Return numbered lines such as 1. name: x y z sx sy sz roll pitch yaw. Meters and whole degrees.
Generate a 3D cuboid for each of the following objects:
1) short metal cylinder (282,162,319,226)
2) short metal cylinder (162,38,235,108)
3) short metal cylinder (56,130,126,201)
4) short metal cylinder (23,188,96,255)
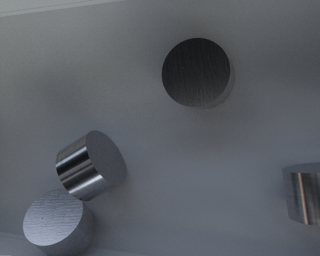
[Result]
1. short metal cylinder: 0.172 0.065 0.321 0.080 0.080 0.050 -8 88 19
2. short metal cylinder: 0.048 -0.064 0.380 0.080 0.050 0.079 0 90 19
3. short metal cylinder: -0.090 0.050 0.412 0.050 0.080 0.080 -30 80 17
4. short metal cylinder: -0.135 0.130 0.422 0.080 0.050 0.080 -6 47 7
